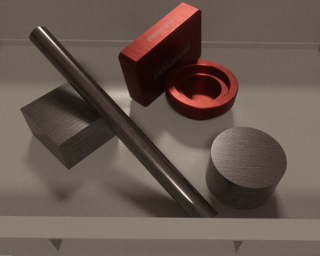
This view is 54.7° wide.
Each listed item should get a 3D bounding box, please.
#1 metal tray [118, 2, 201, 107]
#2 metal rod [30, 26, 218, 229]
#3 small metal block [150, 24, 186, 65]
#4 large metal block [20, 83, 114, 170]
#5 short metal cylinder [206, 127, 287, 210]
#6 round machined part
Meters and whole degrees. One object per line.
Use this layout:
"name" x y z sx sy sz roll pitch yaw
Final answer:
"metal tray" 0.006 -0.102 0.435 0.030 0.090 0.130 35 67 26
"metal rod" -0.049 -0.009 0.355 0.025 0.025 0.300 -38 77 -27
"small metal block" 0.012 -0.136 0.503 0.050 0.050 0.025 17 52 13
"large metal block" -0.112 -0.008 0.394 0.080 0.050 0.080 37 59 26
"short metal cylinder" 0.095 0.045 0.352 0.081 0.050 0.080 0 50 0
"round machined part" 0.057 -0.049 0.436 0.099 0.042 0.098 1 50 0
